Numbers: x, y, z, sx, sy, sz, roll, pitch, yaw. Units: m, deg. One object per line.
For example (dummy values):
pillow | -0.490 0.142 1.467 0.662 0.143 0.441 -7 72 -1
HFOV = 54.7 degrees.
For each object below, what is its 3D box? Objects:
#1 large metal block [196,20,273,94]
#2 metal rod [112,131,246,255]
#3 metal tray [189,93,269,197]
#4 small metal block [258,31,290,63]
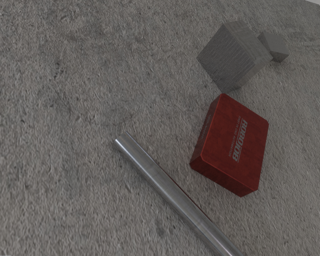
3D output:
large metal block | 0.118 -0.113 0.501 0.050 0.080 0.080 -25 75 -37
metal rod | 0.055 0.120 0.359 0.300 0.025 0.025 46 51 4
metal tray | 0.103 0.021 0.443 0.090 0.030 0.130 31 52 -8
small metal block | 0.225 -0.162 0.624 0.050 0.025 0.050 3 60 -27
